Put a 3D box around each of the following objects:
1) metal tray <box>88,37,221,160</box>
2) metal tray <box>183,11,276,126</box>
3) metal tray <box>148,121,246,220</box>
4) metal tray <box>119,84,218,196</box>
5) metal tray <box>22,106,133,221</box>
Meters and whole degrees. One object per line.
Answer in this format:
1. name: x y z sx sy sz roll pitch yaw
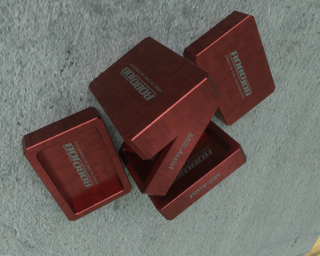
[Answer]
1. metal tray: -0.013 -0.038 0.311 0.090 0.130 0.030 -40 130 -2
2. metal tray: 0.097 -0.075 0.414 0.090 0.030 0.130 -38 130 -3
3. metal tray: 0.037 0.050 0.419 0.130 0.090 0.030 -37 130 -4
4. metal tray: 0.004 0.004 0.372 0.030 0.090 0.129 18 109 -36
5. metal tray: -0.096 0.048 0.383 0.091 0.030 0.129 -26 128 -13
